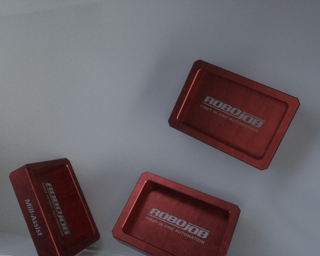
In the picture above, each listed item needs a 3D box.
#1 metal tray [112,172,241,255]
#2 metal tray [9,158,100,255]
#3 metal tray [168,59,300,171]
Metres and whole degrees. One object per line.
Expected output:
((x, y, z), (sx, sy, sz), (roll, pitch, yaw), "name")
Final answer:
((0.020, 0.117, 0.375), (0.130, 0.030, 0.090), (18, 61, 18), "metal tray")
((-0.140, 0.109, 0.423), (0.030, 0.090, 0.130), (-27, 81, 18), "metal tray")
((0.086, -0.018, 0.376), (0.130, 0.030, 0.090), (26, 98, 17), "metal tray")
